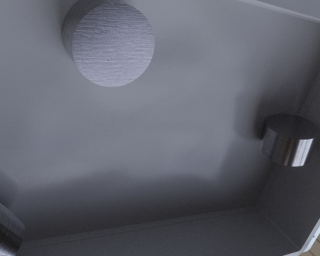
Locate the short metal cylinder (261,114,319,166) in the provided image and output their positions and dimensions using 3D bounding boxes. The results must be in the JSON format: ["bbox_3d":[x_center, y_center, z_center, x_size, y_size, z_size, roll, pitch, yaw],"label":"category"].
[{"bbox_3d":[0.208,0.018,0.501,0.081,0.080,0.050,-12,124,-22],"label":"short metal cylinder"}]

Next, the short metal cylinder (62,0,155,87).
[{"bbox_3d":[-0.052,-0.088,0.311,0.081,0.050,0.079,-14,125,-21],"label":"short metal cylinder"}]

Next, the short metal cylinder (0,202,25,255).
[{"bbox_3d":[-0.199,0.119,0.338,0.080,0.080,0.050,-33,129,-8],"label":"short metal cylinder"}]
